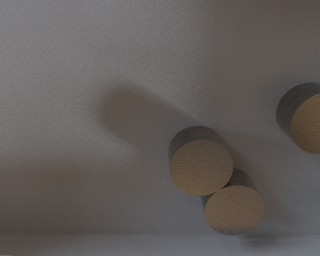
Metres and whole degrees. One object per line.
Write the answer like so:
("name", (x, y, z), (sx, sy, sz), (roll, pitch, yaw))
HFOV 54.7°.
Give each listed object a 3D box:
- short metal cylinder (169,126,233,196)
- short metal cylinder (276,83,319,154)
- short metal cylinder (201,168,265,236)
("short metal cylinder", (0.052, 0.043, 0.415), (0.081, 0.050, 0.079), (0, 110, -1))
("short metal cylinder", (0.198, -0.014, 0.396), (0.081, 0.050, 0.079), (0, 110, -1))
("short metal cylinder", (0.100, 0.103, 0.437), (0.081, 0.050, 0.079), (0, 110, -1))
